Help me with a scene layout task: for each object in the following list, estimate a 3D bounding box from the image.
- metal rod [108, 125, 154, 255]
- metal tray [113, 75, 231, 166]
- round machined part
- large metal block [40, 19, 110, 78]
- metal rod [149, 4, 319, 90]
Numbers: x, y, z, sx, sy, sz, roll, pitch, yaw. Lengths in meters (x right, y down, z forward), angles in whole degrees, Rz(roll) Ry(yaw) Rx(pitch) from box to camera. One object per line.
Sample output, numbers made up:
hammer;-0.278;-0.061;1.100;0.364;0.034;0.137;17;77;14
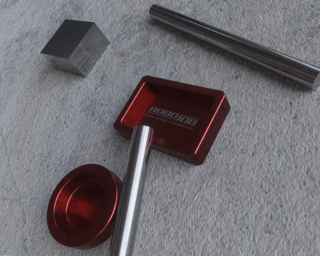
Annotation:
metal rod;-0.042;0.140;0.319;0.025;0.025;0.299;-1;67;27
metal tray;0.013;-0.015;0.401;0.130;0.030;0.090;18;71;34
round machined part;-0.084;0.096;0.376;0.098;0.042;0.098;-13;56;20
large metal block;-0.150;-0.144;0.552;0.080;0.050;0.080;19;72;35
metal rod;0.084;-0.126;0.436;0.025;0.025;0.300;-48;52;-5
